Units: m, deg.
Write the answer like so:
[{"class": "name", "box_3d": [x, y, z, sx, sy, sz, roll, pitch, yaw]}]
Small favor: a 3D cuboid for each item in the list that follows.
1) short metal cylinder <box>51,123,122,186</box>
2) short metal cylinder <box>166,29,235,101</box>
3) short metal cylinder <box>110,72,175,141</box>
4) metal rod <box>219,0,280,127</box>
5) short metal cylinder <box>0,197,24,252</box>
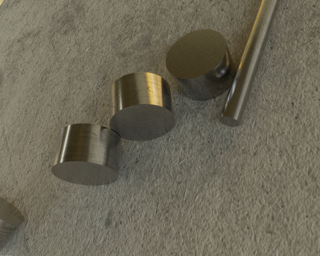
[{"class": "short metal cylinder", "box_3d": [-0.091, 0.036, 0.395, 0.080, 0.080, 0.050, -12, 57, 22]}, {"class": "short metal cylinder", "box_3d": [0.055, -0.083, 0.410, 0.080, 0.050, 0.080, -13, 56, 21]}, {"class": "short metal cylinder", "box_3d": [-0.024, -0.025, 0.397, 0.080, 0.080, 0.050, -19, 55, 17]}, {"class": "metal rod", "box_3d": [0.137, -0.137, 0.416, 0.025, 0.025, 0.300, 10, 66, 32]}, {"class": "short metal cylinder", "box_3d": [-0.233, 0.125, 0.414, 0.080, 0.080, 0.050, 29, 78, 37]}]
